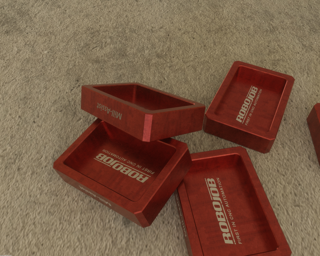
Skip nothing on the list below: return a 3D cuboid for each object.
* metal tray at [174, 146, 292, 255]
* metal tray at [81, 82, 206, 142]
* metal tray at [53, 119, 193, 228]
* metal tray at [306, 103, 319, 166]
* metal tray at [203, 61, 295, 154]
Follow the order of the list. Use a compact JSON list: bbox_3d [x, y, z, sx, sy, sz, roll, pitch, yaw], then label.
[{"bbox_3d":[0.066,0.085,0.328,0.091,0.030,0.130,-8,50,-7],"label":"metal tray"},{"bbox_3d":[-0.023,-0.025,0.371,0.091,0.030,0.130,-11,26,-42],"label":"metal tray"},{"bbox_3d":[-0.042,0.039,0.341,0.130,0.030,0.090,19,56,33],"label":"metal tray"},{"bbox_3d":[0.264,0.014,0.389,0.131,0.030,0.090,4,50,3],"label":"metal tray"},{"bbox_3d":[0.125,-0.035,0.429,0.090,0.030,0.130,21,53,16],"label":"metal tray"}]
